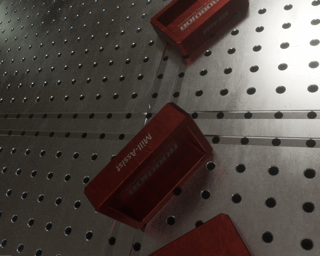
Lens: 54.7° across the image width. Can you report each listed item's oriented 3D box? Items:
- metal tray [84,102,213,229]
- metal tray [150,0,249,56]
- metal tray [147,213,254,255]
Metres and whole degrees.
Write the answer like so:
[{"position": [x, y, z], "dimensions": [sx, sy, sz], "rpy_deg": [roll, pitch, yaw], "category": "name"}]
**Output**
[{"position": [-0.007, 0.045, 0.341], "dimensions": [0.130, 0.090, 0.030], "rpy_deg": [-46, 51, -4], "category": "metal tray"}, {"position": [0.060, -0.182, 0.484], "dimensions": [0.130, 0.030, 0.090], "rpy_deg": [-40, 51, 0], "category": "metal tray"}, {"position": [0.032, 0.153, 0.294], "dimensions": [0.130, 0.030, 0.090], "rpy_deg": [-32, 52, 6], "category": "metal tray"}]
